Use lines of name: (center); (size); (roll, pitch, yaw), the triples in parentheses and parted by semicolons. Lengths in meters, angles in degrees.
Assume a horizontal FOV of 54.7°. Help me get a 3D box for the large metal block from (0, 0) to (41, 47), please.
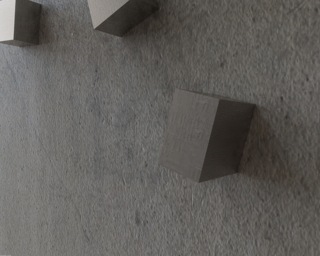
large metal block: (-0.285, -0.209, 0.620); (0.080, 0.050, 0.079); (9, 96, 39)

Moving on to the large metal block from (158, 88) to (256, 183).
large metal block: (0.051, 0.006, 0.326); (0.050, 0.081, 0.079); (20, 103, 38)

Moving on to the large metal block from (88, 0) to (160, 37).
large metal block: (-0.056, -0.187, 0.432); (0.080, 0.050, 0.080); (-23, 76, 37)
